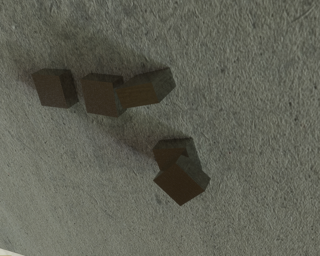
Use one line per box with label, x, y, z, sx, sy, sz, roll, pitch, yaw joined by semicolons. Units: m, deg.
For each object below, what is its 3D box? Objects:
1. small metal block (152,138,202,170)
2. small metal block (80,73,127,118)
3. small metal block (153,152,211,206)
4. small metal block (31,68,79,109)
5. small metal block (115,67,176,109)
small metal block;0.024;0.042;0.421;0.050;0.025;0.050;-6;116;31
small metal block;-0.075;-0.045;0.419;0.050;0.025;0.050;10;123;23
small metal block;0.028;0.067;0.401;0.050;0.025;0.050;44;129;-3
small metal block;-0.152;-0.058;0.451;0.050;0.025;0.050;7;122;24
small metal block;-0.016;-0.048;0.369;0.050;0.050;0.025;-6;115;31
